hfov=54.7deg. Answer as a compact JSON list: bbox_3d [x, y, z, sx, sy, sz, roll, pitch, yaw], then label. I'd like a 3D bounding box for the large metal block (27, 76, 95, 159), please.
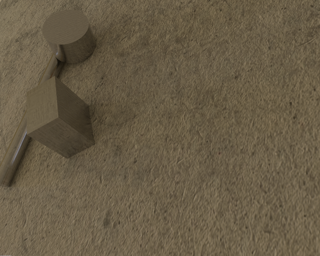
[{"bbox_3d":[-0.144,-0.014,0.451,0.050,0.080,0.080,-27,53,11],"label":"large metal block"}]

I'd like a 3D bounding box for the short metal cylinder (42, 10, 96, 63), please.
[{"bbox_3d":[-0.160,-0.163,0.553,0.080,0.050,0.080,-1,64,3],"label":"short metal cylinder"}]

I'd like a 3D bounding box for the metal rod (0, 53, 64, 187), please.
[{"bbox_3d":[-0.213,-0.044,0.539,0.025,0.025,0.300,0,61,28],"label":"metal rod"}]
